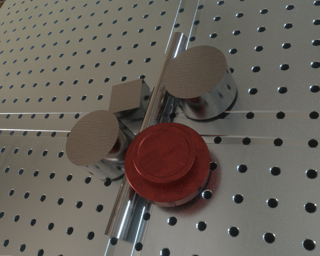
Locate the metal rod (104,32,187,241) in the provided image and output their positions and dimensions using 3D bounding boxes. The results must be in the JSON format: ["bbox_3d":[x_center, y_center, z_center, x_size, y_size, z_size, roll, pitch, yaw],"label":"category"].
[{"bbox_3d":[-0.011,-0.006,0.413,0.025,0.025,0.300,3,63,29],"label":"metal rod"}]

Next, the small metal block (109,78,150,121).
[{"bbox_3d":[-0.044,-0.040,0.450,0.050,0.025,0.050,-10,57,22],"label":"small metal block"}]

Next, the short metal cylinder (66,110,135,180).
[{"bbox_3d":[-0.076,0.023,0.413,0.080,0.050,0.080,-13,56,21],"label":"short metal cylinder"}]

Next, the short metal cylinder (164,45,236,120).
[{"bbox_3d":[0.051,-0.058,0.395,0.080,0.050,0.080,-13,56,21],"label":"short metal cylinder"}]

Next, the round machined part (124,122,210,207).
[{"bbox_3d":[0.007,0.036,0.351,0.098,0.042,0.098,-4,62,8],"label":"round machined part"}]
